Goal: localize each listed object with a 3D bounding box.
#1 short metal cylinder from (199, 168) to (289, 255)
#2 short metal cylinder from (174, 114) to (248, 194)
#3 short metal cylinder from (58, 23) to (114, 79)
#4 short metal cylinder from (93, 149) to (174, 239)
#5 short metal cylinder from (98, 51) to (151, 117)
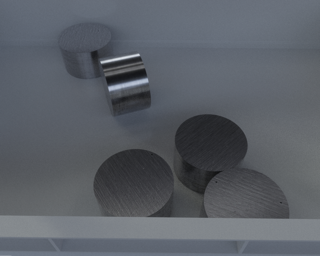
[{"bbox_3d":[0.082,0.088,0.315,0.081,0.050,0.080,0,50,0],"label":"short metal cylinder"},{"bbox_3d":[0.057,0.030,0.364,0.080,0.050,0.080,0,50,0],"label":"short metal cylinder"},{"bbox_3d":[-0.115,-0.123,0.491,0.080,0.050,0.080,0,50,0],"label":"short metal cylinder"},{"bbox_3d":[-0.026,0.069,0.330,0.080,0.050,0.080,0,50,0],"label":"short metal cylinder"},{"bbox_3d":[-0.048,-0.059,0.419,0.050,0.080,0.080,-15,52,-12],"label":"short metal cylinder"}]
